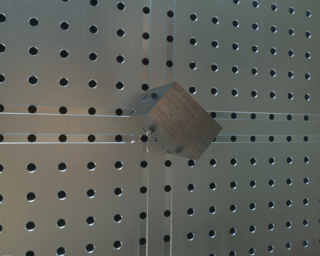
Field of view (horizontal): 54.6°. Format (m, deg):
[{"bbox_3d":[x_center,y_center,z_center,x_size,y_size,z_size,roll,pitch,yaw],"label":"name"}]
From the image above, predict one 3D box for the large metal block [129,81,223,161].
[{"bbox_3d":[0.017,-0.008,0.389,0.080,0.080,0.050,43,77,-15],"label":"large metal block"}]
